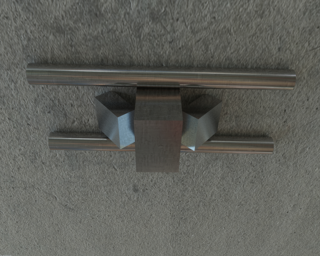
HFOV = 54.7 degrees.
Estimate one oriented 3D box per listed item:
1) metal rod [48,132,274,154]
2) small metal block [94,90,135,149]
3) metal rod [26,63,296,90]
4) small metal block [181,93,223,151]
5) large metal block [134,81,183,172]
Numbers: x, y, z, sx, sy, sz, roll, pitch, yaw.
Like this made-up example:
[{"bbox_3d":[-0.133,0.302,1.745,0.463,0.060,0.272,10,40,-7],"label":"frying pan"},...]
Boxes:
[{"bbox_3d":[0.003,0.021,0.427,0.302,0.025,0.025,1,130,-2],"label":"metal rod"},{"bbox_3d":[-0.054,-0.011,0.381,0.025,0.050,0.050,-28,139,-30],"label":"small metal block"},{"bbox_3d":[0.003,-0.059,0.358,0.302,0.025,0.025,1,130,-2],"label":"metal rod"},{"bbox_3d":[0.050,-0.008,0.385,0.025,0.050,0.050,30,138,30],"label":"small metal block"},{"bbox_3d":[-0.002,-0.003,0.373,0.050,0.080,0.079,1,130,-1],"label":"large metal block"}]
